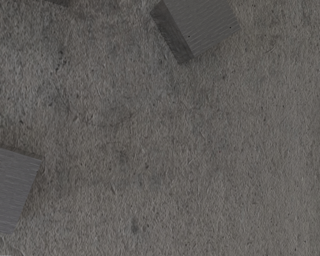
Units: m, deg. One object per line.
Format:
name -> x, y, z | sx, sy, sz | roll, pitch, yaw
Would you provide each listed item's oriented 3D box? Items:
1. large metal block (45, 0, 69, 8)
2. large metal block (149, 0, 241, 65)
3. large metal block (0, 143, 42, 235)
large metal block -> -0.132, -0.180, 0.331 | 0.081, 0.080, 0.050 | 12, 86, -20
large metal block -> 0.046, -0.143, 0.412 | 0.080, 0.050, 0.080 | -34, 101, -17
large metal block -> -0.181, 0.057, 0.329 | 0.080, 0.050, 0.080 | 22, 83, -19
